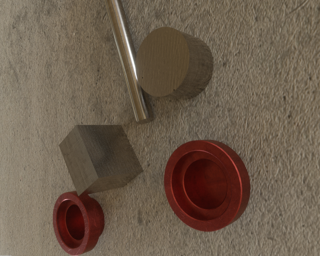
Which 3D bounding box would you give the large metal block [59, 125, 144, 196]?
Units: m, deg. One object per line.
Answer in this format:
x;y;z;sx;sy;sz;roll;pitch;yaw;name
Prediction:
-0.083;0.042;0.438;0.050;0.081;0.080;-42;65;32;large metal block

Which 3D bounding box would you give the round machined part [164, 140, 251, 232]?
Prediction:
0.055;0.062;0.348;0.098;0.042;0.097;0;90;40;round machined part

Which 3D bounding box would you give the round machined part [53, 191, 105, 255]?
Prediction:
-0.127;0.149;0.499;0.098;0.042;0.097;0;90;40;round machined part

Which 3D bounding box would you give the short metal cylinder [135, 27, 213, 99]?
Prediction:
0.017;-0.076;0.375;0.080;0.050;0.079;0;90;40;short metal cylinder

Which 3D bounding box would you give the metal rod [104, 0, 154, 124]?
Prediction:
-0.059;-0.150;0.453;0.025;0.025;0.299;-25;74;37;metal rod
